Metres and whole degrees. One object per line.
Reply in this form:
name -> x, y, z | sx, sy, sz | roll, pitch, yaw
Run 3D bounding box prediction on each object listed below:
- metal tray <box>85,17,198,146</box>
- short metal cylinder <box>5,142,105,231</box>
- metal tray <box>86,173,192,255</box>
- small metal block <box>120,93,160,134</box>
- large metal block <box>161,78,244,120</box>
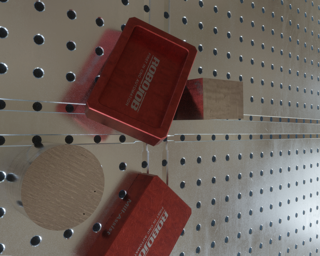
metal tray -> -0.019, -0.055, 0.358 | 0.090, 0.030, 0.130 | 24, 66, -8
short metal cylinder -> -0.103, 0.055, 0.308 | 0.081, 0.050, 0.079 | 0, 90, -40
metal tray -> -0.022, 0.134, 0.390 | 0.090, 0.030, 0.130 | 49, 61, -29
small metal block -> -0.021, -0.023, 0.393 | 0.050, 0.025, 0.050 | -19, 103, -39
large metal block -> 0.056, -0.036, 0.422 | 0.081, 0.080, 0.050 | -3, 92, -40
